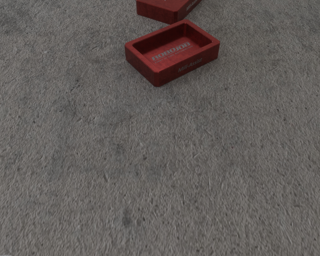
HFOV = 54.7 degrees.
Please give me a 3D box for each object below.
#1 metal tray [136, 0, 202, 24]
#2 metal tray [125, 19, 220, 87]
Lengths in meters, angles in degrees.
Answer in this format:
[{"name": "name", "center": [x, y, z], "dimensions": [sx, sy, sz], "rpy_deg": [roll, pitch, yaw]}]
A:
[{"name": "metal tray", "center": [0.023, -0.259, 0.617], "dimensions": [0.090, 0.030, 0.130], "rpy_deg": [24, 54, 19]}, {"name": "metal tray", "center": [0.020, -0.126, 0.505], "dimensions": [0.131, 0.030, 0.090], "rpy_deg": [-29, 56, -23]}]
